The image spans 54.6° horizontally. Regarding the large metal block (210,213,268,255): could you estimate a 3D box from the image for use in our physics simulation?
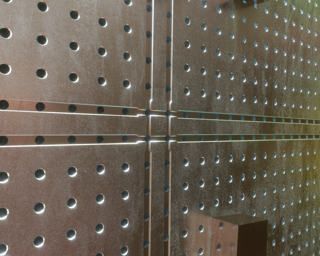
[{"bbox_3d":[0.127,0.186,0.499,0.081,0.050,0.080,7,86,-40],"label":"large metal block"}]

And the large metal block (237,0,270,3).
[{"bbox_3d":[0.166,-0.265,0.530,0.081,0.050,0.080,-12,98,-39],"label":"large metal block"}]
